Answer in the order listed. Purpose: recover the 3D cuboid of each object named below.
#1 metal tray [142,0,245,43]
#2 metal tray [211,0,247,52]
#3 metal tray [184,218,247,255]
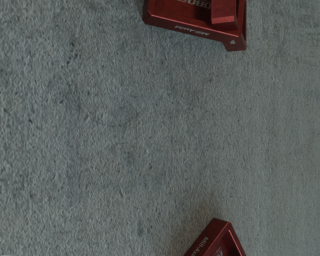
[{"bbox_3d":[0.047,-0.172,0.409,0.131,0.030,0.090,8,85,-18],"label":"metal tray"},{"bbox_3d":[0.102,-0.172,0.445,0.130,0.030,0.089,10,80,-68],"label":"metal tray"},{"bbox_3d":[0.074,0.213,0.463,0.131,0.030,0.090,-40,115,-32],"label":"metal tray"}]
